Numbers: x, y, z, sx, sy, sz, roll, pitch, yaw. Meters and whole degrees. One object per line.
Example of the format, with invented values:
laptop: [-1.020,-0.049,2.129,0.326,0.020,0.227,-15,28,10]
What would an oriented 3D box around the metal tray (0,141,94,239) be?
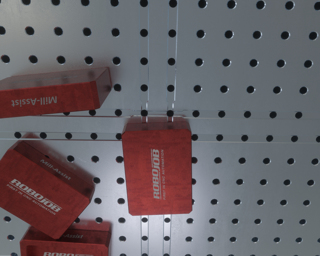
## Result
metal tray: [-0.173,0.090,0.443,0.130,0.030,0.090,37,106,-13]

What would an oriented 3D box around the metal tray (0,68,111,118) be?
metal tray: [-0.129,-0.043,0.361,0.131,0.090,0.030,-5,110,2]

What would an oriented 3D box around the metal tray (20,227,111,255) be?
metal tray: [-0.145,0.205,0.484,0.131,0.030,0.089,4,110,-2]

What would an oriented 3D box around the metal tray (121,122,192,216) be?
metal tray: [-0.002,0.058,0.432,0.090,0.030,0.129,-2,110,1]
